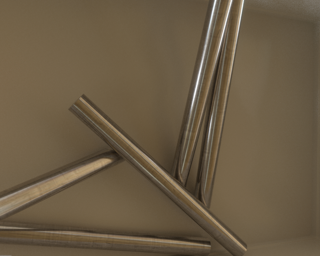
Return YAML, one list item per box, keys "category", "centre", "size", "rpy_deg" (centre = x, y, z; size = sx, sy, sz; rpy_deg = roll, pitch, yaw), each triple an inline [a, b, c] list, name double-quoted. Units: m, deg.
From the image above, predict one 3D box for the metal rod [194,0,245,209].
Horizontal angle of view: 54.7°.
- category: "metal rod"
  centre: [0.073, -0.032, 0.390]
  size: [0.025, 0.025, 0.298]
  rpy_deg: [-1, 109, -20]

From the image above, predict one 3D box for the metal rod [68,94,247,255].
- category: "metal rod"
  centre: [0.008, 0.070, 0.392]
  size: [0.300, 0.025, 0.025]
  rpy_deg: [44, 76, -16]

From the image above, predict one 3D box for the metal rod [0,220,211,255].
- category: "metal rod"
  centre: [-0.074, 0.138, 0.384]
  size: [0.302, 0.025, 0.025]
  rpy_deg: [12, 86, -20]

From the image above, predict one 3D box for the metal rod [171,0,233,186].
- category: "metal rod"
  centre: [0.050, -0.058, 0.365]
  size: [0.025, 0.025, 0.298]
  rpy_deg: [2, 115, -20]

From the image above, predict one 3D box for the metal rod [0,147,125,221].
- category: "metal rod"
  centre: [-0.149, 0.073, 0.287]
  size: [0.302, 0.025, 0.025]
  rpy_deg: [-23, 99, -46]
